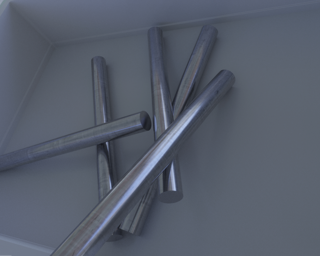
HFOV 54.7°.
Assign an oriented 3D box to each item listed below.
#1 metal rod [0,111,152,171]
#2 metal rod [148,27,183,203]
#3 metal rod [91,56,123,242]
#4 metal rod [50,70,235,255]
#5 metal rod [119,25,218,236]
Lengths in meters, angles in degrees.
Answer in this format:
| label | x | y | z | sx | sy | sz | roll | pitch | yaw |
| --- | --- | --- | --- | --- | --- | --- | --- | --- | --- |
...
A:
| label | x | y | z | sx | sy | sz | roll | pitch | yaw |
| --- | --- | --- | --- | --- | --- | --- | --- | --- | --- |
| metal rod | -0.146 | 0.027 | 0.440 | 0.300 | 0.025 | 0.025 | -15 | 55 | 27 |
| metal rod | 0.001 | -0.043 | 0.402 | 0.025 | 0.025 | 0.300 | -20 | 46 | 16 |
| metal rod | -0.080 | 0.007 | 0.441 | 0.025 | 0.025 | 0.299 | -22 | 54 | 14 |
| metal rod | 0.005 | 0.021 | 0.308 | 0.025 | 0.025 | 0.301 | 13 | 42 | 33 |
| metal rod | 0.019 | -0.012 | 0.401 | 0.025 | 0.025 | 0.300 | 9 | 66 | 32 |
